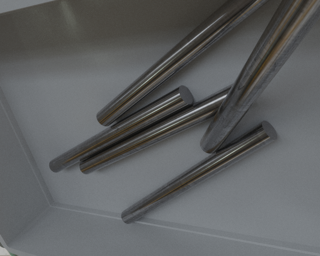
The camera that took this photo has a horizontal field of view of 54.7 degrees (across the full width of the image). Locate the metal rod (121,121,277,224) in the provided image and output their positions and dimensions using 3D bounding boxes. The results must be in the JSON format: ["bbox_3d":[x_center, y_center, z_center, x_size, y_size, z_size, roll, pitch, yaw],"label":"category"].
[{"bbox_3d":[0.033,0.077,0.438,0.025,0.025,0.299,46,129,-4],"label":"metal rod"}]

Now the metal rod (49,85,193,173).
[{"bbox_3d":[-0.076,0.014,0.457,0.299,0.025,0.025,-26,104,37],"label":"metal rod"}]

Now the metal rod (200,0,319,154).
[{"bbox_3d":[0.079,-0.042,0.257,0.025,0.025,0.299,31,155,8],"label":"metal rod"}]

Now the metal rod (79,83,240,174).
[{"bbox_3d":[-0.015,0.012,0.423,0.299,0.025,0.025,-26,104,37],"label":"metal rod"}]

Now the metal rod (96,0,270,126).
[{"bbox_3d":[0.019,-0.078,0.350,0.299,0.025,0.025,-33,100,38],"label":"metal rod"}]
